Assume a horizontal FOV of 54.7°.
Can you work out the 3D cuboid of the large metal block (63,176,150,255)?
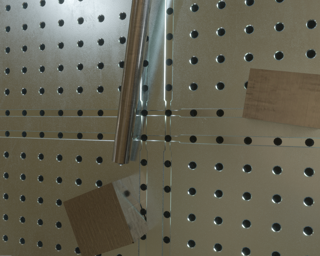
[{"bbox_3d":[-0.073,0.121,0.424,0.080,0.050,0.080,-24,82,18],"label":"large metal block"}]

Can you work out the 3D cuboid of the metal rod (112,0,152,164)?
[{"bbox_3d":[-0.033,-0.099,0.408,0.025,0.025,0.298,11,99,19],"label":"metal rod"}]

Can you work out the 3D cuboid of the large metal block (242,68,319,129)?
[{"bbox_3d":[0.137,-0.029,0.335,0.080,0.080,0.050,10,93,19],"label":"large metal block"}]
